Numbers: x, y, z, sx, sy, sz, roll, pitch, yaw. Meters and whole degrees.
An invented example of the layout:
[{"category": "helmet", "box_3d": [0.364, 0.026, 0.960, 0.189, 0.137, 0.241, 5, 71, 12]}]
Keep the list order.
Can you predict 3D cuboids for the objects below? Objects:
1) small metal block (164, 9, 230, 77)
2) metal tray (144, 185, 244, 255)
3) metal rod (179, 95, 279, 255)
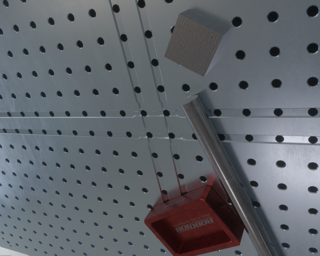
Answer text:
[{"category": "small metal block", "box_3d": [0.039, -0.091, 0.334, 0.050, 0.025, 0.050, 29, 128, 9]}, {"category": "metal tray", "box_3d": [0.049, 0.148, 0.473, 0.130, 0.030, 0.090, -33, 100, 38]}, {"category": "metal rod", "box_3d": [0.105, 0.092, 0.412, 0.025, 0.025, 0.299, -18, 109, 35]}]
